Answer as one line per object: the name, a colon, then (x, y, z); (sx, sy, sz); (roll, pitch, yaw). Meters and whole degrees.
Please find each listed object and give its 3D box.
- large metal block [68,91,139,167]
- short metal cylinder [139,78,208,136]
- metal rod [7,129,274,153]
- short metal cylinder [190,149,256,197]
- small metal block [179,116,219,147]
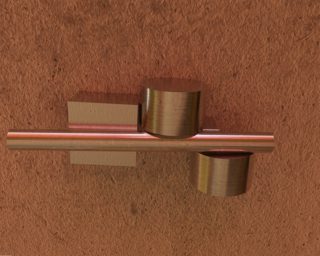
large metal block: (-0.068, 0.000, 0.393); (0.081, 0.050, 0.079); (3, 110, -2)
short metal cylinder: (0.015, -0.028, 0.372); (0.081, 0.080, 0.050); (2, 110, -1)
metal rod: (-0.020, 0.015, 0.362); (0.302, 0.025, 0.025); (1, 110, -2)
short metal cylinder: (0.079, 0.045, 0.399); (0.081, 0.080, 0.050); (0, 110, -1)
small metal block: (0.045, 0.004, 0.399); (0.050, 0.050, 0.025); (1, 110, -1)
